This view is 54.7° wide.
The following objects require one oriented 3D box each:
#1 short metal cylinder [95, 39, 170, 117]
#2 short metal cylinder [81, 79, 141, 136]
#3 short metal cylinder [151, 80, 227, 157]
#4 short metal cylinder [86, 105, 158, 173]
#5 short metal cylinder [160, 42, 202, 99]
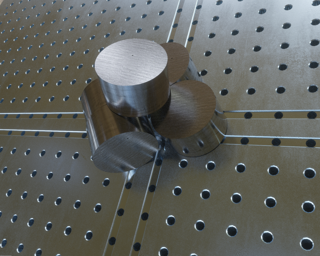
[{"bbox_3d":[-0.030,-0.059,0.360,0.080,0.050,0.080,-2,51,3],"label":"short metal cylinder"},{"bbox_3d":[-0.062,-0.025,0.419,0.080,0.080,0.050,-30,52,9],"label":"short metal cylinder"},{"bbox_3d":[0.036,-0.011,0.378,0.080,0.050,0.080,-13,56,20],"label":"short metal cylinder"},{"bbox_3d":[-0.048,0.013,0.389,0.080,0.080,0.050,-30,52,9],"label":"short metal cylinder"},{"bbox_3d":[0.011,-0.071,0.427,0.080,0.050,0.080,-13,56,20],"label":"short metal cylinder"}]
